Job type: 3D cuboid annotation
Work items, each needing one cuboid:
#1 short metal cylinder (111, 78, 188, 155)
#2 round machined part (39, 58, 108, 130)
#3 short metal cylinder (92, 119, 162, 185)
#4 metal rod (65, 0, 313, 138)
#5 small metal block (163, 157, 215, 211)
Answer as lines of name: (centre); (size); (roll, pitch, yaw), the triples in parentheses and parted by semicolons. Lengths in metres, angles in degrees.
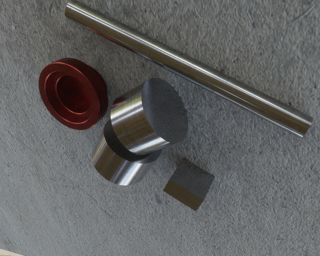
short metal cylinder: (-0.011, -0.013, 0.369); (0.050, 0.080, 0.080); (-23, 106, 36)
round machined part: (-0.112, -0.049, 0.425); (0.098, 0.042, 0.097); (13, 124, 21)
short metal cylinder: (-0.044, 0.029, 0.412); (0.080, 0.080, 0.050); (36, 129, 4)
metal rod: (0.023, -0.072, 0.349); (0.301, 0.025, 0.025); (29, 128, 9)
small metal block: (0.040, 0.074, 0.416); (0.050, 0.050, 0.025); (31, 128, 8)
